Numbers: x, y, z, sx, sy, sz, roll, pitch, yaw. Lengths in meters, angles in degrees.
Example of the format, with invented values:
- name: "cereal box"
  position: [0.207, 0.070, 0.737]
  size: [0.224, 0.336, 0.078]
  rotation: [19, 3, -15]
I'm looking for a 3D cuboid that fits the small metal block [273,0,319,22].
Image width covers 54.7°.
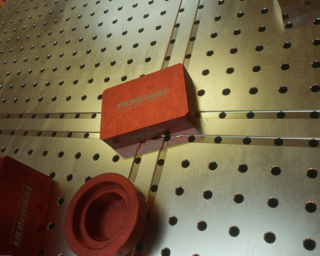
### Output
- name: "small metal block"
  position: [0.185, -0.179, 0.421]
  size: [0.050, 0.025, 0.050]
  rotation: [-17, 55, 18]

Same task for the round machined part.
- name: "round machined part"
  position: [-0.059, 0.106, 0.363]
  size: [0.098, 0.042, 0.098]
  rotation: [-13, 56, 21]

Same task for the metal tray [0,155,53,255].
- name: "metal tray"
  position: [-0.189, 0.112, 0.397]
  size: [0.030, 0.090, 0.130]
  rotation: [-15, 56, 20]

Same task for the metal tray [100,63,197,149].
- name: "metal tray"
  position: [-0.019, -0.030, 0.434]
  size: [0.130, 0.030, 0.090]
  rotation: [-16, 55, 19]
